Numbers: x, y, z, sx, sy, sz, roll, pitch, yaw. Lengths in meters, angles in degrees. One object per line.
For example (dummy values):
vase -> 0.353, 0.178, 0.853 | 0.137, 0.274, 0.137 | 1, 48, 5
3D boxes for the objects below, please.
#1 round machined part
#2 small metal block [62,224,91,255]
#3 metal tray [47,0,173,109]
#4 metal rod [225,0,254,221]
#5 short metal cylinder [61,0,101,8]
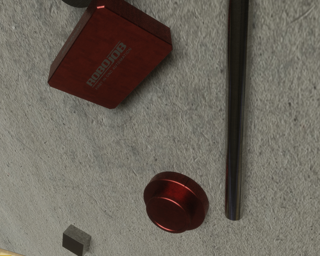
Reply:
round machined part -> 0.019, 0.116, 0.458 | 0.098, 0.042, 0.097 | 13, 124, 21
small metal block -> -0.174, 0.235, 0.644 | 0.050, 0.025, 0.050 | 25, 127, 12
metal tray -> -0.060, -0.080, 0.355 | 0.091, 0.030, 0.129 | 21, 137, -32
metal rod -> 0.087, -0.011, 0.353 | 0.025, 0.025, 0.298 | 8, 122, 24
short metal cylinder -> -0.075, -0.172, 0.324 | 0.080, 0.050, 0.079 | 13, 124, 21
